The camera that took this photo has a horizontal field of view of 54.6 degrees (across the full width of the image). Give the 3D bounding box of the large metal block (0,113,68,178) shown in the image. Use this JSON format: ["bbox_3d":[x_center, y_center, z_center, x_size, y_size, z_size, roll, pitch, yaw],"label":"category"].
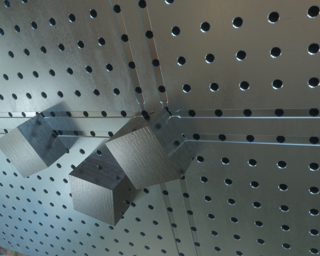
[{"bbox_3d":[-0.220,0.032,0.532,0.080,0.050,0.080,-23,106,36],"label":"large metal block"}]

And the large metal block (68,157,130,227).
[{"bbox_3d":[-0.098,0.104,0.512,0.080,0.050,0.079,15,125,19],"label":"large metal block"}]

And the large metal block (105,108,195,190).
[{"bbox_3d":[-0.013,0.030,0.421,0.080,0.050,0.080,-21,107,36],"label":"large metal block"}]
